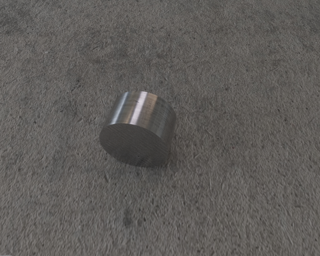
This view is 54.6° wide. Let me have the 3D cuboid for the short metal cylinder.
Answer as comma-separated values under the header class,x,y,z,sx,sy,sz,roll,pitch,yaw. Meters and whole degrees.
class,x,y,z,sx,sy,sz,roll,pitch,yaw
short metal cylinder,-0.024,0.003,0.365,0.080,0.080,0.050,10,51,8
